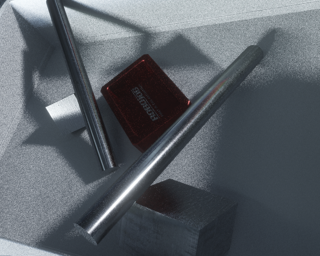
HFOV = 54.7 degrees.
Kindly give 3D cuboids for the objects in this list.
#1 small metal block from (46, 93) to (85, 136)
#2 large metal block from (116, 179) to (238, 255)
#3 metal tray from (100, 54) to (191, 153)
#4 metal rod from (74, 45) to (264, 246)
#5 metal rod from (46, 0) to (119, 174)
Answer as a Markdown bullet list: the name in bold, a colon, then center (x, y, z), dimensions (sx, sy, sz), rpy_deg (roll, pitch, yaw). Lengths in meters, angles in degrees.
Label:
- **small metal block**: center (-0.134, -0.022, 0.469), dimensions (0.050, 0.050, 0.025), rpy_deg (-23, 15, 14)
- **large metal block**: center (0.018, 0.091, 0.295), dimensions (0.080, 0.081, 0.050), rpy_deg (14, 102, 33)
- **metal tray**: center (-0.020, -0.038, 0.434), dimensions (0.090, 0.030, 0.130), rpy_deg (-38, 51, 2)
- **metal rod**: center (0.032, -0.007, 0.321), dimensions (0.025, 0.025, 0.301), rpy_deg (19, 49, 35)
- **metal rod**: center (-0.119, -0.075, 0.455), dimensions (0.025, 0.025, 0.299), rpy_deg (-26, 70, 11)
